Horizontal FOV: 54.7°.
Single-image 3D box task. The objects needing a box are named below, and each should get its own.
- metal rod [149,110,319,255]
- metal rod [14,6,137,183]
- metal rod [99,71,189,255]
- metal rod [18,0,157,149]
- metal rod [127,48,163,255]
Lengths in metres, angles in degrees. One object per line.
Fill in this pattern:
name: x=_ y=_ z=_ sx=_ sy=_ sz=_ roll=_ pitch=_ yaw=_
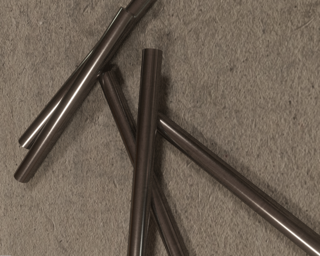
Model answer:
metal rod: x=0.103 y=0.075 z=0.372 sx=0.300 sy=0.025 sz=0.025 roll=39 pitch=102 yaw=15
metal rod: x=-0.127 y=-0.034 z=0.437 sx=0.025 sy=0.025 sz=0.299 roll=43 pitch=109 yaw=14
metal rod: x=-0.018 y=0.063 z=0.414 sx=0.025 sy=0.025 sz=0.299 roll=-25 pitch=82 yaw=18
metal rod: x=-0.107 y=-0.081 z=0.445 sx=0.299 sy=0.025 sz=0.025 roll=-46 pitch=76 yaw=13
metal rod: x=-0.021 y=0.053 z=0.387 sx=0.025 sy=0.025 sz=0.298 roll=5 pitch=92 yaw=19
